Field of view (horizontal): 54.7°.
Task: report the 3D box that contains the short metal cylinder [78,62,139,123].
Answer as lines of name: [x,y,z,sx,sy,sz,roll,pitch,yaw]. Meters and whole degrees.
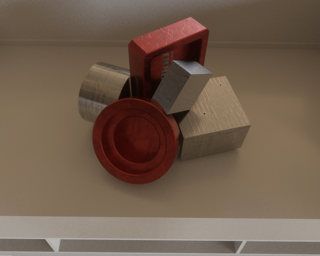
short metal cylinder: [-0.061,-0.040,0.400,0.050,0.080,0.080,18,52,14]

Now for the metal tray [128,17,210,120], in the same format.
metal tray: [0.010,-0.062,0.387,0.091,0.129,0.030,-28,57,-22]

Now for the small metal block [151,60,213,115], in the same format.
small metal block: [0.024,-0.045,0.336,0.025,0.050,0.050,42,29,21]

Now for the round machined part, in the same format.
round machined part: [-0.024,0.012,0.358,0.098,0.097,0.042,16,16,12]

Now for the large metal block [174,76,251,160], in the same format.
large metal block: [0.055,-0.014,0.389,0.081,0.050,0.080,-11,56,-10]
